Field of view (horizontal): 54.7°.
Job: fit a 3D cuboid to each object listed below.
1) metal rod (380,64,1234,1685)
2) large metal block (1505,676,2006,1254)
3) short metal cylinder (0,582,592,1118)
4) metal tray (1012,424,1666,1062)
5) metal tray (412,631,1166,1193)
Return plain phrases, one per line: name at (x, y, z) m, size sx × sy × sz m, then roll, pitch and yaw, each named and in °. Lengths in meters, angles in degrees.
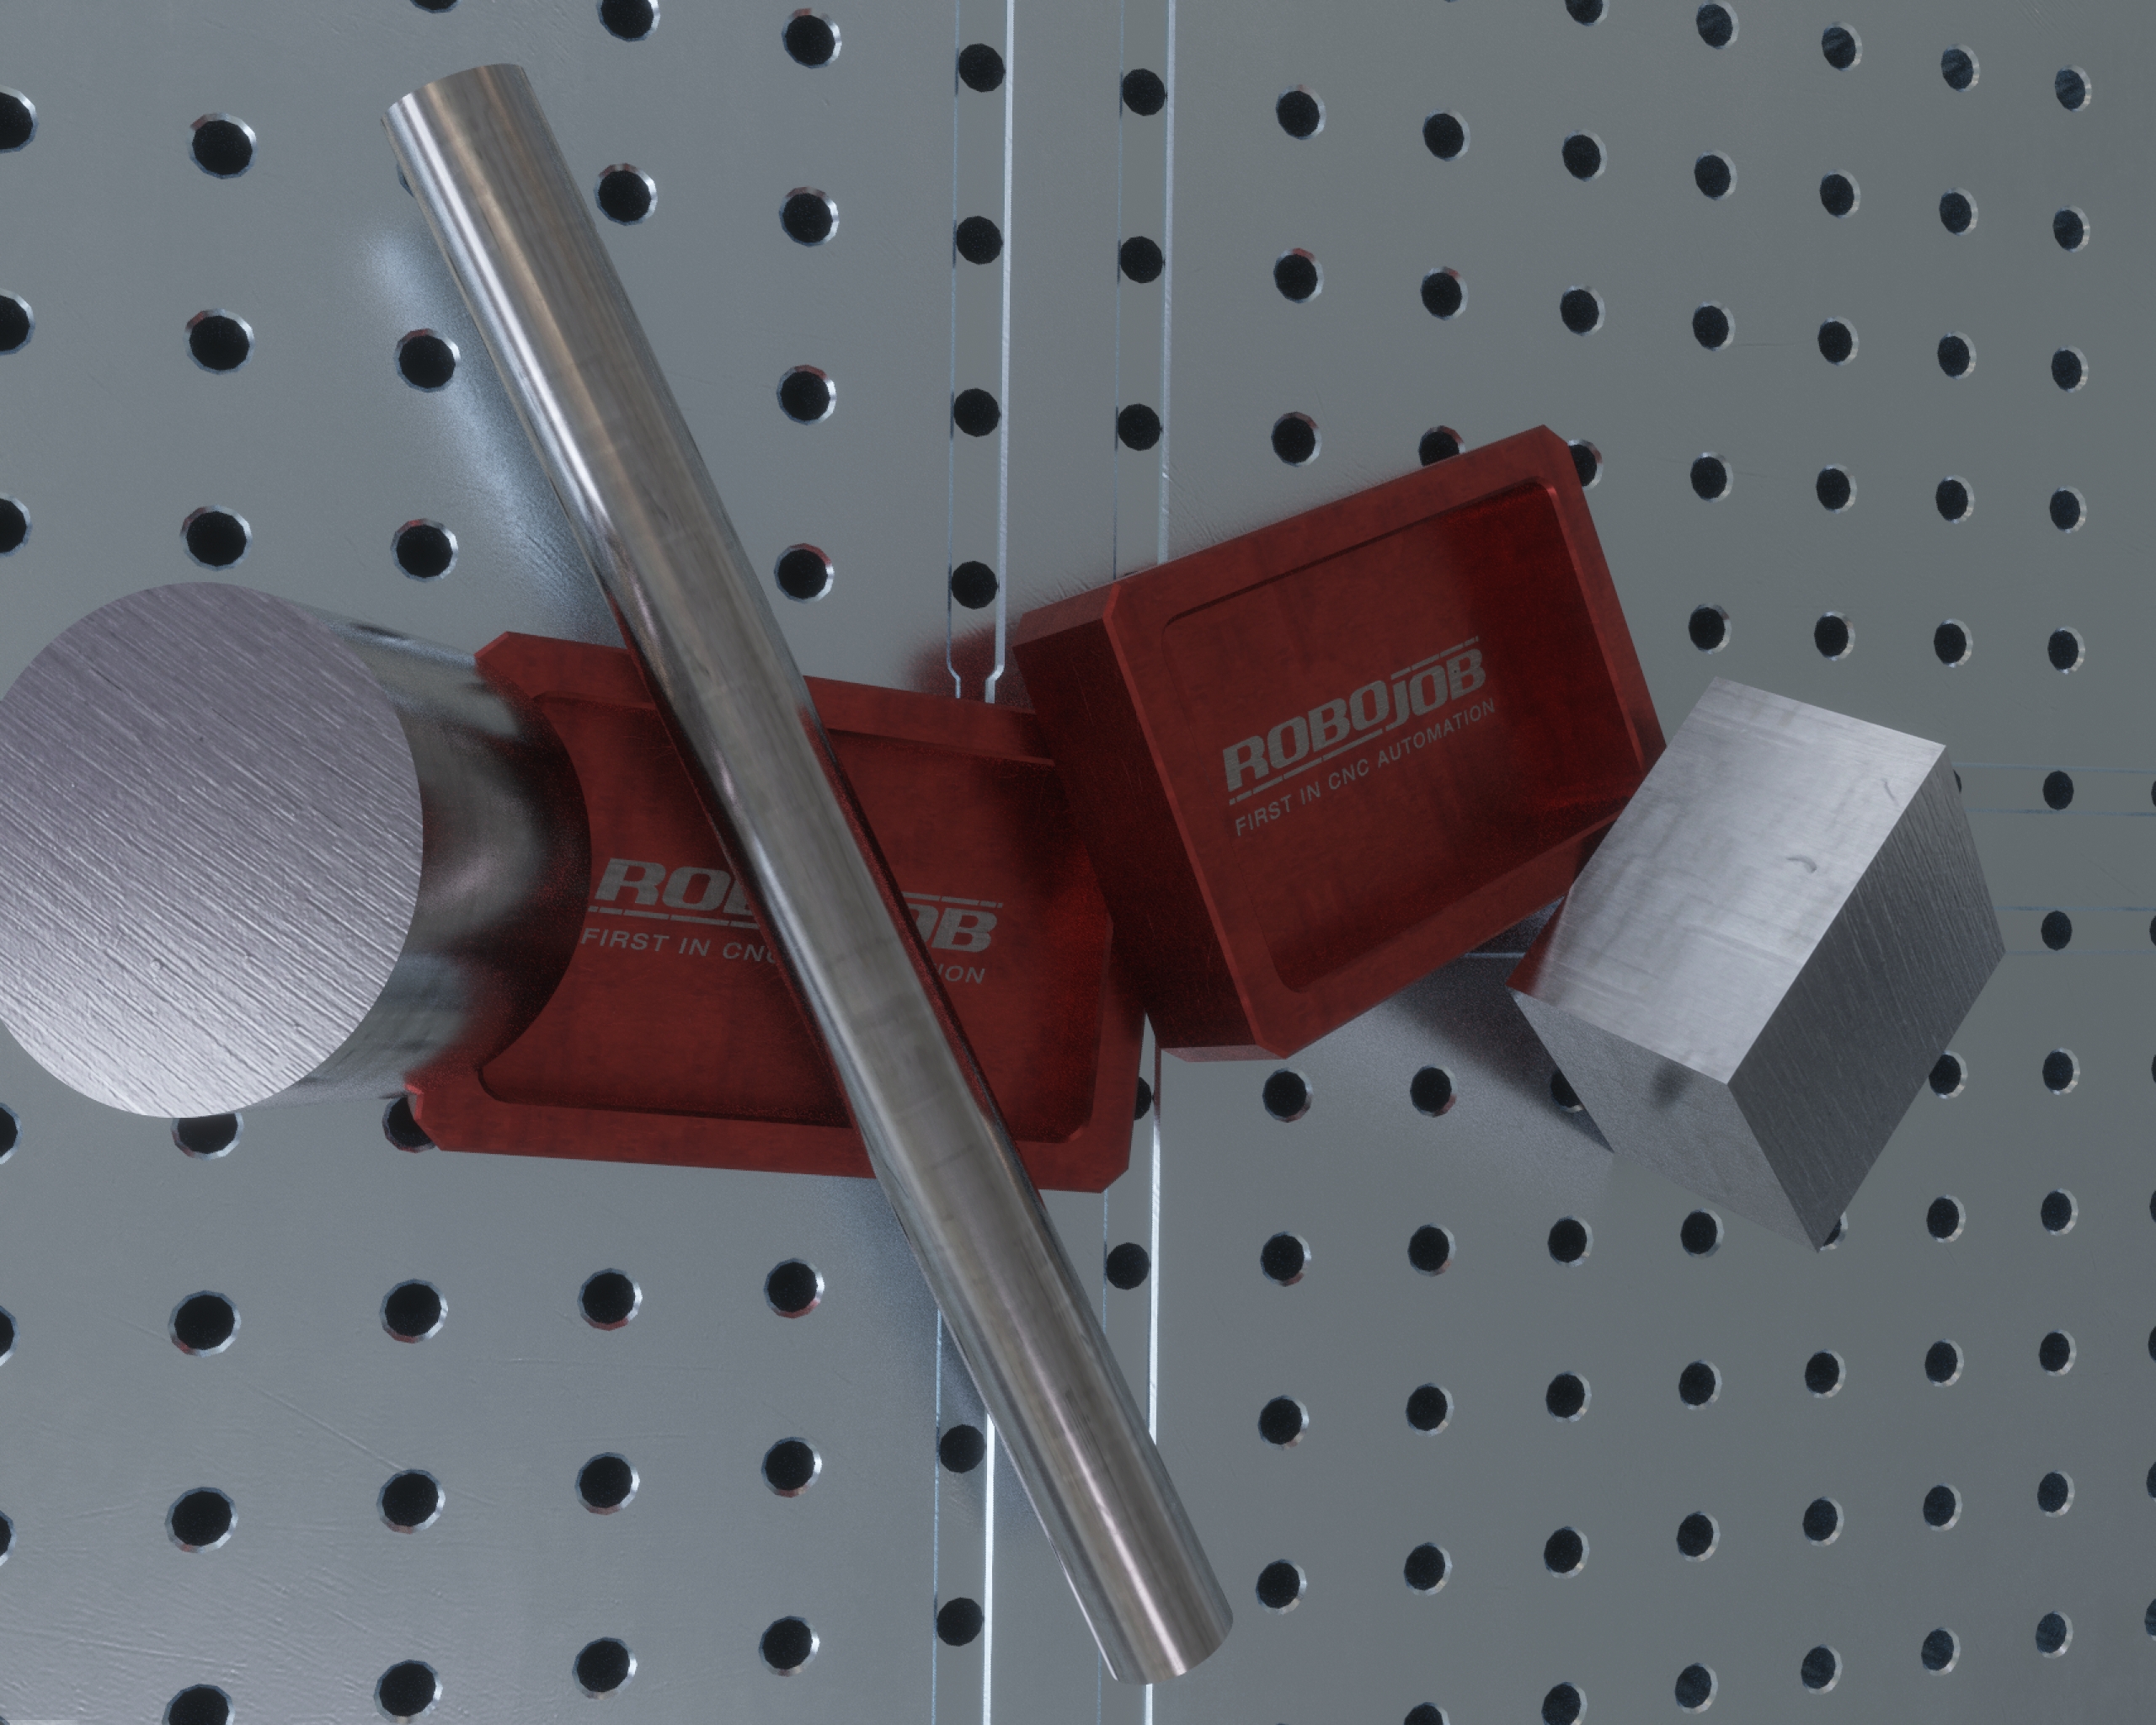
metal rod at (-0.043, 0.010, 0.365) m, size 0.025 × 0.025 × 0.299 m, roll -27°, pitch 99°, yaw -18°
large metal block at (0.143, 0.022, 0.433) m, size 0.080 × 0.050 × 0.080 m, roll -53°, pitch 137°, yaw -12°
short metal cylinder at (-0.126, -0.001, 0.333) m, size 0.080 × 0.050 × 0.080 m, roll -1°, pitch 86°, yaw 15°
metal tray at (0.058, -0.026, 0.411) m, size 0.131 × 0.030 × 0.090 m, roll -25°, pitch 99°, yaw -35°
metal tray at (-0.052, 0.011, 0.390) m, size 0.131 × 0.030 × 0.089 m, roll 7°, pitch 88°, yaw -20°
